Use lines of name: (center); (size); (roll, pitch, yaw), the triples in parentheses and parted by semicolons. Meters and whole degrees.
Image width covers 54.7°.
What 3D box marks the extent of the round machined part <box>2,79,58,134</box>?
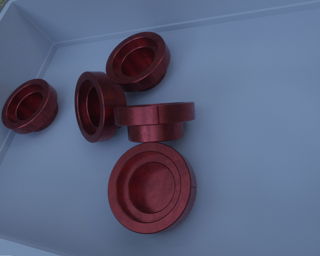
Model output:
round machined part: (-0.214, -0.032, 0.527); (0.098, 0.042, 0.098); (-12, 57, 20)

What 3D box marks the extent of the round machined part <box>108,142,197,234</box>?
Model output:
round machined part: (-0.005, 0.068, 0.348); (0.098, 0.042, 0.098); (-8, 69, 21)

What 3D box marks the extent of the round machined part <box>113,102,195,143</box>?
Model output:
round machined part: (-0.006, -0.008, 0.379); (0.098, 0.099, 0.042); (-1, 96, 28)

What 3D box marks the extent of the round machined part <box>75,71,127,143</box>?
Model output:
round machined part: (-0.081, -0.030, 0.435); (0.098, 0.042, 0.097); (13, 107, 53)

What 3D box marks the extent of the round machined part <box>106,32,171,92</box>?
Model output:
round machined part: (-0.029, -0.094, 0.468); (0.098, 0.042, 0.098); (-13, 56, 21)
